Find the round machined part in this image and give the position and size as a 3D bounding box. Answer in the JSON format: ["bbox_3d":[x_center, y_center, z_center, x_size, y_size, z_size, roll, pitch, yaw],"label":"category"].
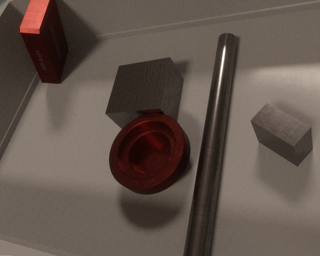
[{"bbox_3d":[-0.009,0.034,0.377,0.098,0.042,0.098,-13,57,20],"label":"round machined part"}]

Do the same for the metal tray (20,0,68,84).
[{"bbox_3d":[-0.192,-0.149,0.528,0.030,0.129,0.090,4,60,-2],"label":"metal tray"}]

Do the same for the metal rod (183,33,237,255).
[{"bbox_3d":[0.063,0.008,0.366,0.025,0.025,0.300,-1,61,27],"label":"metal rod"}]

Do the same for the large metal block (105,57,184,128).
[{"bbox_3d":[-0.019,-0.044,0.425,0.080,0.050,0.080,-4,60,26],"label":"large metal block"}]

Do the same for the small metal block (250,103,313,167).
[{"bbox_3d":[0.126,0.007,0.319,0.025,0.050,0.050,-47,52,-5],"label":"small metal block"}]
